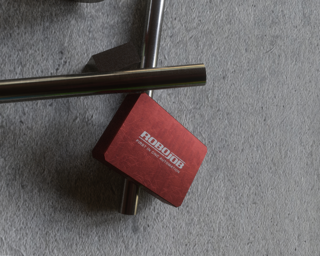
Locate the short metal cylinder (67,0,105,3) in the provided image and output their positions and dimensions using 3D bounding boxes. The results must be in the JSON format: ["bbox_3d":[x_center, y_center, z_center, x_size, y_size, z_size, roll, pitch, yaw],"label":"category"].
[{"bbox_3d":[-0.094,-0.181,0.345,0.081,0.080,0.050,6,88,-20],"label":"short metal cylinder"}]

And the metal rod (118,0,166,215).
[{"bbox_3d":[-0.022,-0.040,0.400,0.025,0.025,0.298,8,87,-20],"label":"metal rod"}]

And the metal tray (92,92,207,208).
[{"bbox_3d":[-0.006,0.029,0.381,0.130,0.030,0.090,40,69,-31],"label":"metal tray"}]

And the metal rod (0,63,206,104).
[{"bbox_3d":[-0.101,-0.045,0.332,0.302,0.025,0.025,-6,92,-5],"label":"metal rod"}]

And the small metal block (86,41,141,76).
[{"bbox_3d":[-0.057,-0.079,0.374,0.050,0.050,0.025,-26,99,-18],"label":"small metal block"}]
